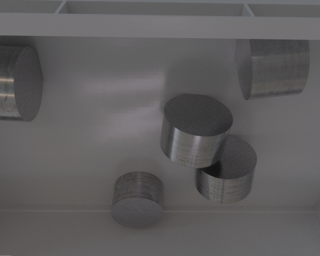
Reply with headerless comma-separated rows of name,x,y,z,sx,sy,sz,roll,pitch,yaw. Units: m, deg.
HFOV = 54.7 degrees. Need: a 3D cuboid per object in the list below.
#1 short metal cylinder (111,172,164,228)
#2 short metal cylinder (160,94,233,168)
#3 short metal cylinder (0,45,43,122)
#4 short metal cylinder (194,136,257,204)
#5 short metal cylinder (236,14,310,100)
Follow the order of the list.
short metal cylinder,-0.034,0.114,0.489,0.081,0.050,0.079,0,130,0
short metal cylinder,0.042,0.002,0.375,0.081,0.080,0.050,4,130,-4
short metal cylinder,-0.165,-0.047,0.331,0.050,0.080,0.079,2,130,-2
short metal cylinder,0.087,0.055,0.420,0.080,0.080,0.050,-3,130,2
short metal cylinder,0.110,-0.071,0.314,0.050,0.080,0.080,-6,130,5
